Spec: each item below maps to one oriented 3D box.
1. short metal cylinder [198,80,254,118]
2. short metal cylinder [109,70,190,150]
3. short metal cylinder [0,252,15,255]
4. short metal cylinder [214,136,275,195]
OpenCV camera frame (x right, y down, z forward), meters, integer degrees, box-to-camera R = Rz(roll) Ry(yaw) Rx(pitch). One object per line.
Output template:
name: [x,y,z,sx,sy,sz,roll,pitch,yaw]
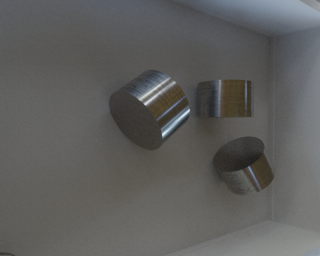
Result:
short metal cylinder: [0.095,-0.040,0.453,0.081,0.080,0.050,-1,91,-40]
short metal cylinder: [-0.013,-0.021,0.362,0.050,0.080,0.080,-42,116,-32]
short metal cylinder: [-0.151,0.143,0.245,0.081,0.080,0.050,-14,99,-39]
short metal cylinder: [0.132,0.058,0.484,0.080,0.080,0.050,-47,118,-30]
